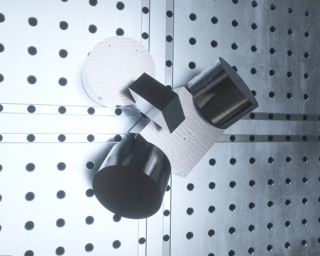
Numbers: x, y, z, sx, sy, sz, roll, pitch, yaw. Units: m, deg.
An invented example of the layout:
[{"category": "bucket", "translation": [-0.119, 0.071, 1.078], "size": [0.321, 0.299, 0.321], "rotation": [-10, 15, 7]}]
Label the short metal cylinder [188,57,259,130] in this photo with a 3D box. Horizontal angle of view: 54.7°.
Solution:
[{"category": "short metal cylinder", "translation": [0.082, -0.045, 0.402], "size": [0.050, 0.080, 0.080], "rotation": [-38, 106, 24]}]

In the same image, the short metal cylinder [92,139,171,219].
[{"category": "short metal cylinder", "translation": [-0.031, 0.060, 0.362], "size": [0.080, 0.050, 0.079], "rotation": [7, 122, 11]}]

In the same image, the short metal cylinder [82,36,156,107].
[{"category": "short metal cylinder", "translation": [-0.052, -0.066, 0.377], "size": [0.081, 0.050, 0.079], "rotation": [0, 90, -20]}]

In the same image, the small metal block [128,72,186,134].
[{"category": "small metal block", "translation": [-0.002, -0.027, 0.342], "size": [0.050, 0.050, 0.025], "rotation": [37, 76, 28]}]

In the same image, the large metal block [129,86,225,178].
[{"category": "large metal block", "translation": [0.021, 0.005, 0.401], "size": [0.080, 0.050, 0.080], "rotation": [46, 76, -14]}]
